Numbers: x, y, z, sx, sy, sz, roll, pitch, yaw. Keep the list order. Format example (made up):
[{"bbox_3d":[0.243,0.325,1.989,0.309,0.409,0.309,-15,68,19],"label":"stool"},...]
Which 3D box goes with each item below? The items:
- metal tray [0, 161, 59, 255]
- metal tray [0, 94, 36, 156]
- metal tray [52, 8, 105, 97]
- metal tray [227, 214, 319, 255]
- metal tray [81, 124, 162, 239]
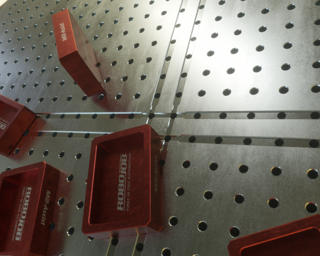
[{"bbox_3d":[-0.196,0.119,0.436,0.090,0.030,0.130,-15,56,20],"label":"metal tray"},{"bbox_3d":[-0.297,-0.012,0.570,0.130,0.030,0.090,20,72,35],"label":"metal tray"},{"bbox_3d":[-0.136,-0.125,0.513,0.030,0.090,0.130,-25,52,4],"label":"metal tray"},{"bbox_3d":[0.119,0.148,0.252,0.090,0.030,0.130,-23,53,14],"label":"metal tray"},{"bbox_3d":[-0.046,0.065,0.389,0.090,0.030,0.130,-14,56,20],"label":"metal tray"}]
